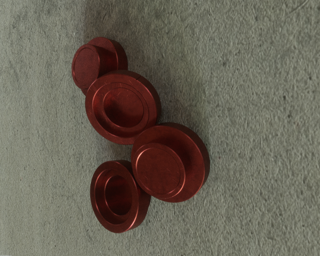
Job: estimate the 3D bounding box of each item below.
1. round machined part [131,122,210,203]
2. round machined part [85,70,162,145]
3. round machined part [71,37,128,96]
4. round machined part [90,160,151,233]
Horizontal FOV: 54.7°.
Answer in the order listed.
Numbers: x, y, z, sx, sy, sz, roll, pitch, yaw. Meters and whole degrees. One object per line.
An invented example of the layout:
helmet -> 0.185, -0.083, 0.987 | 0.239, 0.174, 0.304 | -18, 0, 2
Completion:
round machined part -> 0.006, 0.045, 0.371 | 0.098, 0.042, 0.097 | 7, 106, 25
round machined part -> -0.045, -0.030, 0.412 | 0.098, 0.042, 0.097 | 6, 115, 14
round machined part -> -0.098, -0.091, 0.475 | 0.098, 0.042, 0.097 | 0, 90, 40
round machined part -> -0.051, 0.093, 0.436 | 0.098, 0.042, 0.097 | 0, 90, 40
